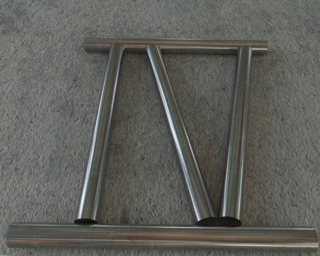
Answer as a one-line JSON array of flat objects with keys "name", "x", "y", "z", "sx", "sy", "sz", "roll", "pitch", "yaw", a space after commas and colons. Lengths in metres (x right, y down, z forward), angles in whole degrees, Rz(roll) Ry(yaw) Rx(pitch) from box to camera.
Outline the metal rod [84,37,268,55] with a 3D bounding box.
[{"name": "metal rod", "x": 0.026, "y": -0.138, "z": 0.521, "sx": 0.302, "sy": 0.025, "sz": 0.025, "roll": 1, "pitch": 50, "yaw": 0}]

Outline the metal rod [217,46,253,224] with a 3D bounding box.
[{"name": "metal rod", "x": 0.106, "y": -0.014, "z": 0.416, "sx": 0.025, "sy": 0.025, "sz": 0.300, "roll": 10, "pitch": 51, "yaw": 8}]

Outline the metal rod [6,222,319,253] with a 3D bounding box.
[{"name": "metal rod", "x": 0.002, "y": 0.110, "z": 0.311, "sx": 0.302, "sy": 0.025, "sz": 0.025, "roll": 1, "pitch": 50, "yaw": 0}]

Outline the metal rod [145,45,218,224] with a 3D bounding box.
[{"name": "metal rod", "x": 0.018, "y": -0.014, "z": 0.416, "sx": 0.025, "sy": 0.025, "sz": 0.300, "roll": -9, "pitch": 51, "yaw": -8}]

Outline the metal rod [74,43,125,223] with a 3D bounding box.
[{"name": "metal rod", "x": -0.073, "y": -0.016, "z": 0.416, "sx": 0.025, "sy": 0.025, "sz": 0.300, "roll": 1, "pitch": 50, "yaw": 0}]
